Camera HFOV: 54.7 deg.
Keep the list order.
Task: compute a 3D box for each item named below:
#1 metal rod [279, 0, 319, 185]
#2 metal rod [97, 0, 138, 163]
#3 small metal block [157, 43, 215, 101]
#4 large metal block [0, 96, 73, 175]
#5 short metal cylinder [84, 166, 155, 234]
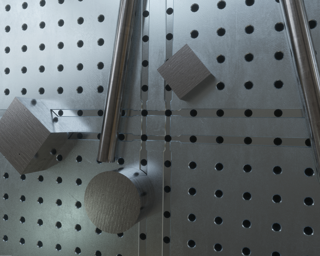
[{"bbox_3d":[0.164,-0.085,0.354,0.025,0.025,0.298,-12,86,19],"label":"metal rod"},{"bbox_3d":[-0.054,-0.101,0.430,0.025,0.025,0.298,10,93,19],"label":"metal rod"},{"bbox_3d":[0.033,-0.071,0.400,0.050,0.025,0.050,-39,78,15],"label":"small metal block"},{"bbox_3d":[-0.194,0.011,0.466,0.080,0.050,0.080,42,103,15],"label":"large metal block"},{"bbox_3d":[-0.053,0.094,0.417,0.080,0.050,0.079,0,90,19],"label":"short metal cylinder"}]
